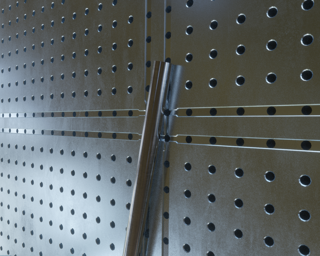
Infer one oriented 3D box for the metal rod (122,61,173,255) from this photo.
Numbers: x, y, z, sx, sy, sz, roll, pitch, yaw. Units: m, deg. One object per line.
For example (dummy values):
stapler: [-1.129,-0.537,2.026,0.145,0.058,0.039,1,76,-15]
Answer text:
metal rod: [-0.020,0.060,0.423,0.025,0.025,0.298,16,100,38]
